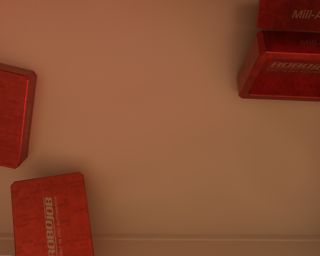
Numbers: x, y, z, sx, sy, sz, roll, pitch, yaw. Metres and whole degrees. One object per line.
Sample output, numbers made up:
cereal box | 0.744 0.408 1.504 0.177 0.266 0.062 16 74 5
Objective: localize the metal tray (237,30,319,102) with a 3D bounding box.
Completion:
metal tray | 0.165 -0.067 0.357 0.131 0.030 0.090 2 154 -2

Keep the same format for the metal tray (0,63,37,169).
metal tray | -0.216 -0.018 0.399 0.091 0.030 0.129 13 110 -6

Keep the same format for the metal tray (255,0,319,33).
metal tray | 0.174 -0.109 0.303 0.091 0.130 0.030 -14 116 -39

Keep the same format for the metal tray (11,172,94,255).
metal tray | -0.139 0.129 0.404 0.091 0.030 0.129 -7 75 -18
